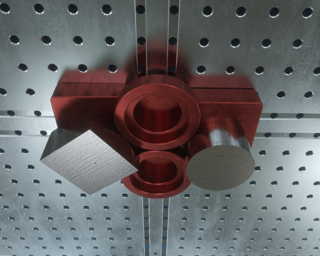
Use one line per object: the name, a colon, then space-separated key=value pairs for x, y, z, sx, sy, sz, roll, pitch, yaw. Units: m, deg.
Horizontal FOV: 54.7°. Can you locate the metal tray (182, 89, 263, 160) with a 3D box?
metal tray: x=0.076 y=0.010 z=0.415 sx=0.091 sy=0.030 sz=0.129 roll=0 pitch=130 yaw=-1

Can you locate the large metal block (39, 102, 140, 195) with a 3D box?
large metal block: x=-0.081 y=0.028 z=0.378 sx=0.080 sy=0.050 sz=0.080 roll=-30 pitch=124 yaw=23

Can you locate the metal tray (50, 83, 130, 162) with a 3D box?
metal tray: x=-0.083 y=0.004 z=0.410 sx=0.091 sy=0.030 sz=0.129 roll=0 pitch=130 yaw=-2

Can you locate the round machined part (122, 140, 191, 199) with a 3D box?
round machined part: x=-0.004 y=0.052 z=0.433 sx=0.099 sy=0.042 sz=0.097 roll=0 pitch=130 yaw=0

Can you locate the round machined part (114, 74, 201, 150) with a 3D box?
round machined part: x=-0.003 y=-0.022 z=0.369 sx=0.099 sy=0.042 sz=0.097 roll=0 pitch=130 yaw=0

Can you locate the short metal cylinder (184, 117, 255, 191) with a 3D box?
short metal cylinder: x=0.071 y=0.032 z=0.383 sx=0.081 sy=0.050 sz=0.079 roll=0 pitch=130 yaw=0
